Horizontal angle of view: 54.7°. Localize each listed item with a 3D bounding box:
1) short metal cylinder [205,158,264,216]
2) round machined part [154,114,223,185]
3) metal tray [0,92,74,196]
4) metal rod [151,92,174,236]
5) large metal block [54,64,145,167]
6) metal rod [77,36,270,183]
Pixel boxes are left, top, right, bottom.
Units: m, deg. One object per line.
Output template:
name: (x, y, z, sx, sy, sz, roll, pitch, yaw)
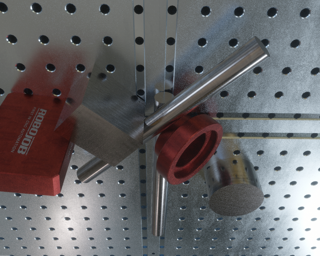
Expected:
short metal cylinder: (0.112, 0.091, 0.475, 0.081, 0.050, 0.079, 0, 130, 0)
round machined part: (0.032, 0.022, 0.398, 0.099, 0.042, 0.097, -33, 147, -25)
metal tray: (-0.145, 0.012, 0.351, 0.091, 0.130, 0.030, 7, 130, -6)
metal rod: (0.001, 0.076, 0.476, 0.025, 0.025, 0.298, 1, 130, -2)
large metal block: (-0.065, -0.015, 0.362, 0.080, 0.080, 0.050, 36, 121, -27)
metal rod: (-0.006, -0.005, 0.374, 0.025, 0.025, 0.299, 37, 126, -27)
